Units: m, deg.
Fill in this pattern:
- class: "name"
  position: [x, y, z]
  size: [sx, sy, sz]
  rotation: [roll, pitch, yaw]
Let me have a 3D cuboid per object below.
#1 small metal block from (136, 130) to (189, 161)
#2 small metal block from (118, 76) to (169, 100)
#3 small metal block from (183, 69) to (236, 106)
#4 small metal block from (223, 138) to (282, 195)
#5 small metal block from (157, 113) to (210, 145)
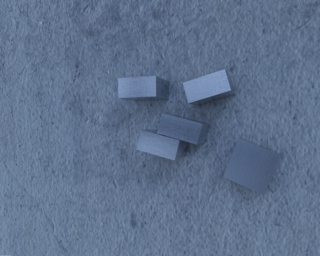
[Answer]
- class: "small metal block"
  position: [0.006, 0.020, 0.393]
  size: [0.050, 0.050, 0.025]
  rotation: [15, 95, 19]
- class: "small metal block"
  position: [-0.020, -0.050, 0.402]
  size: [0.050, 0.050, 0.025]
  rotation: [0, 90, 19]
- class: "small metal block"
  position: [0.061, -0.047, 0.374]
  size: [0.050, 0.050, 0.025]
  rotation: [-16, 85, 19]
- class: "small metal block"
  position: [0.110, 0.044, 0.370]
  size: [0.050, 0.025, 0.050]
  rotation: [23, 98, 18]
- class: "small metal block"
  position: [0.031, 0.001, 0.384]
  size: [0.050, 0.050, 0.025]
  rotation: [16, 95, 19]
